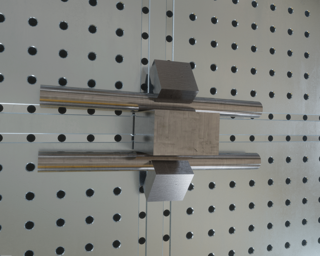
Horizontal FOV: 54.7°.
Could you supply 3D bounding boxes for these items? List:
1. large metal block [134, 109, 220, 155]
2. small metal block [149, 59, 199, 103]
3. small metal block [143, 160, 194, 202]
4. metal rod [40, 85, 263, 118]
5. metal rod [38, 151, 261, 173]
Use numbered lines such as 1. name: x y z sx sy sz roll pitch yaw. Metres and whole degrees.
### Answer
1. large metal block: 0.018 0.006 0.385 0.081 0.080 0.050 2 90 -20
2. small metal block: 0.017 -0.060 0.403 0.050 0.025 0.050 1 55 -20
3. small metal block: 0.010 0.068 0.400 0.050 0.025 0.050 3 127 -21
4. metal rod: 0.004 -0.032 0.409 0.302 0.025 0.025 2 90 -20
5. metal rod: 0.001 0.044 0.410 0.302 0.025 0.025 2 90 -20
